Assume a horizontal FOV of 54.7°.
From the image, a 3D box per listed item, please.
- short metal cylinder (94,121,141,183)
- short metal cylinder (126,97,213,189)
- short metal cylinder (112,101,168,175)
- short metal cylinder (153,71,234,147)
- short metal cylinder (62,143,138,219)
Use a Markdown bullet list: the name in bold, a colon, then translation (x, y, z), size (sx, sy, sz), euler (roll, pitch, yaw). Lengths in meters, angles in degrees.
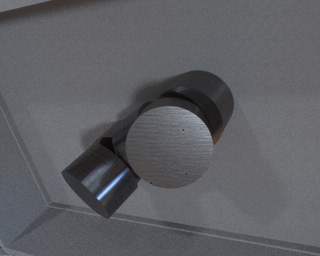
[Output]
- **short metal cylinder**: translation (-0.049, 0.035, 0.436), size (0.080, 0.050, 0.079), euler (13, 124, 20)
- **short metal cylinder**: translation (0.011, 0.013, 0.307), size (0.080, 0.050, 0.079), euler (1, 105, 5)
- **short metal cylinder**: translation (-0.011, 0.014, 0.384), size (0.050, 0.080, 0.080), euler (-33, 100, 38)
- **short metal cylinder**: translation (0.039, -0.020, 0.357), size (0.080, 0.050, 0.079), euler (13, 124, 20)
- **short metal cylinder**: translation (-0.075, 0.066, 0.385), size (0.080, 0.050, 0.080), euler (32, 150, 22)
